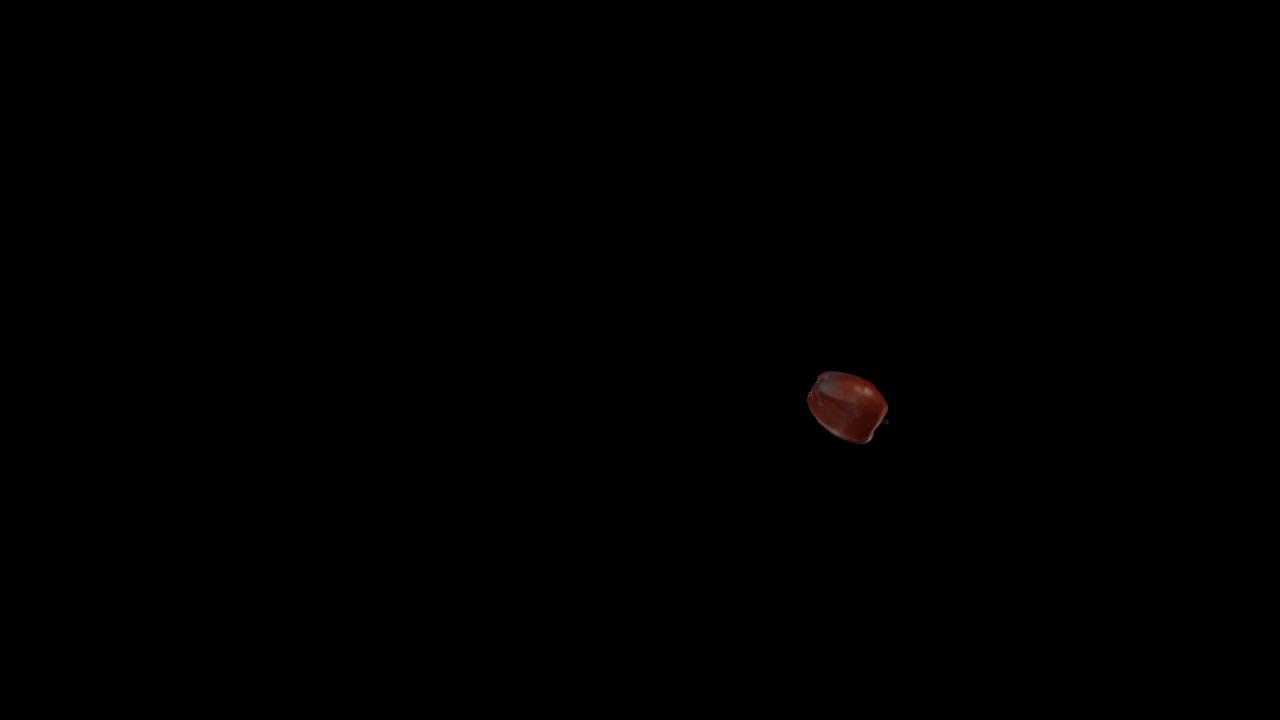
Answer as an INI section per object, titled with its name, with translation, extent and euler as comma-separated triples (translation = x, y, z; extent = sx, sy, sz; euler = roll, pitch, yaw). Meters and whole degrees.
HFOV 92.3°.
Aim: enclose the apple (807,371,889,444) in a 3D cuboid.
[apple]
translation = 0.244, 0.054, 0.719
extent = 0.093, 0.079, 0.079
euler = 29, 9, 16
